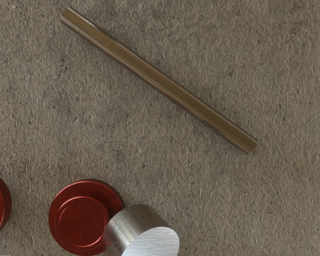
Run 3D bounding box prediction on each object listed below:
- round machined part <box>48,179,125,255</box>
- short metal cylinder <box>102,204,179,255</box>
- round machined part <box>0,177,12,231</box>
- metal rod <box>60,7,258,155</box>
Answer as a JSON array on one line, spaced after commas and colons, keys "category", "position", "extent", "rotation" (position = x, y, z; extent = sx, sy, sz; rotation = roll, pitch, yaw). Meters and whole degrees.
[{"category": "round machined part", "position": [-0.096, 0.118, 0.400], "extent": [0.099, 0.042, 0.097], "rotation": [0, 90, -1]}, {"category": "short metal cylinder", "position": [-0.024, 0.142, 0.379], "extent": [0.081, 0.050, 0.079], "rotation": [-12, 115, -28]}, {"category": "round machined part", "position": [-0.240, 0.098, 0.398], "extent": [0.099, 0.042, 0.097], "rotation": [0, 90, -1]}, {"category": "metal rod", "position": [0.000, -0.062, 0.409], "extent": [0.301, 0.025, 0.025], "rotation": [35, 90, -1]}]
